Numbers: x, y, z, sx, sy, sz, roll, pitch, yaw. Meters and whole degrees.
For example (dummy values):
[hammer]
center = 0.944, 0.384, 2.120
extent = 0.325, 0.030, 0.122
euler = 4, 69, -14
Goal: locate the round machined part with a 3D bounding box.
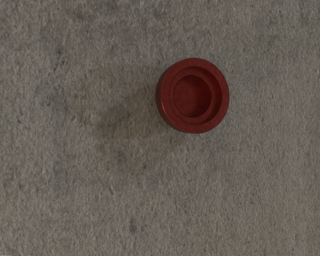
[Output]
[round machined part]
center = 0.040, -0.042, 0.416
extent = 0.099, 0.042, 0.097
euler = 0, 90, -21
